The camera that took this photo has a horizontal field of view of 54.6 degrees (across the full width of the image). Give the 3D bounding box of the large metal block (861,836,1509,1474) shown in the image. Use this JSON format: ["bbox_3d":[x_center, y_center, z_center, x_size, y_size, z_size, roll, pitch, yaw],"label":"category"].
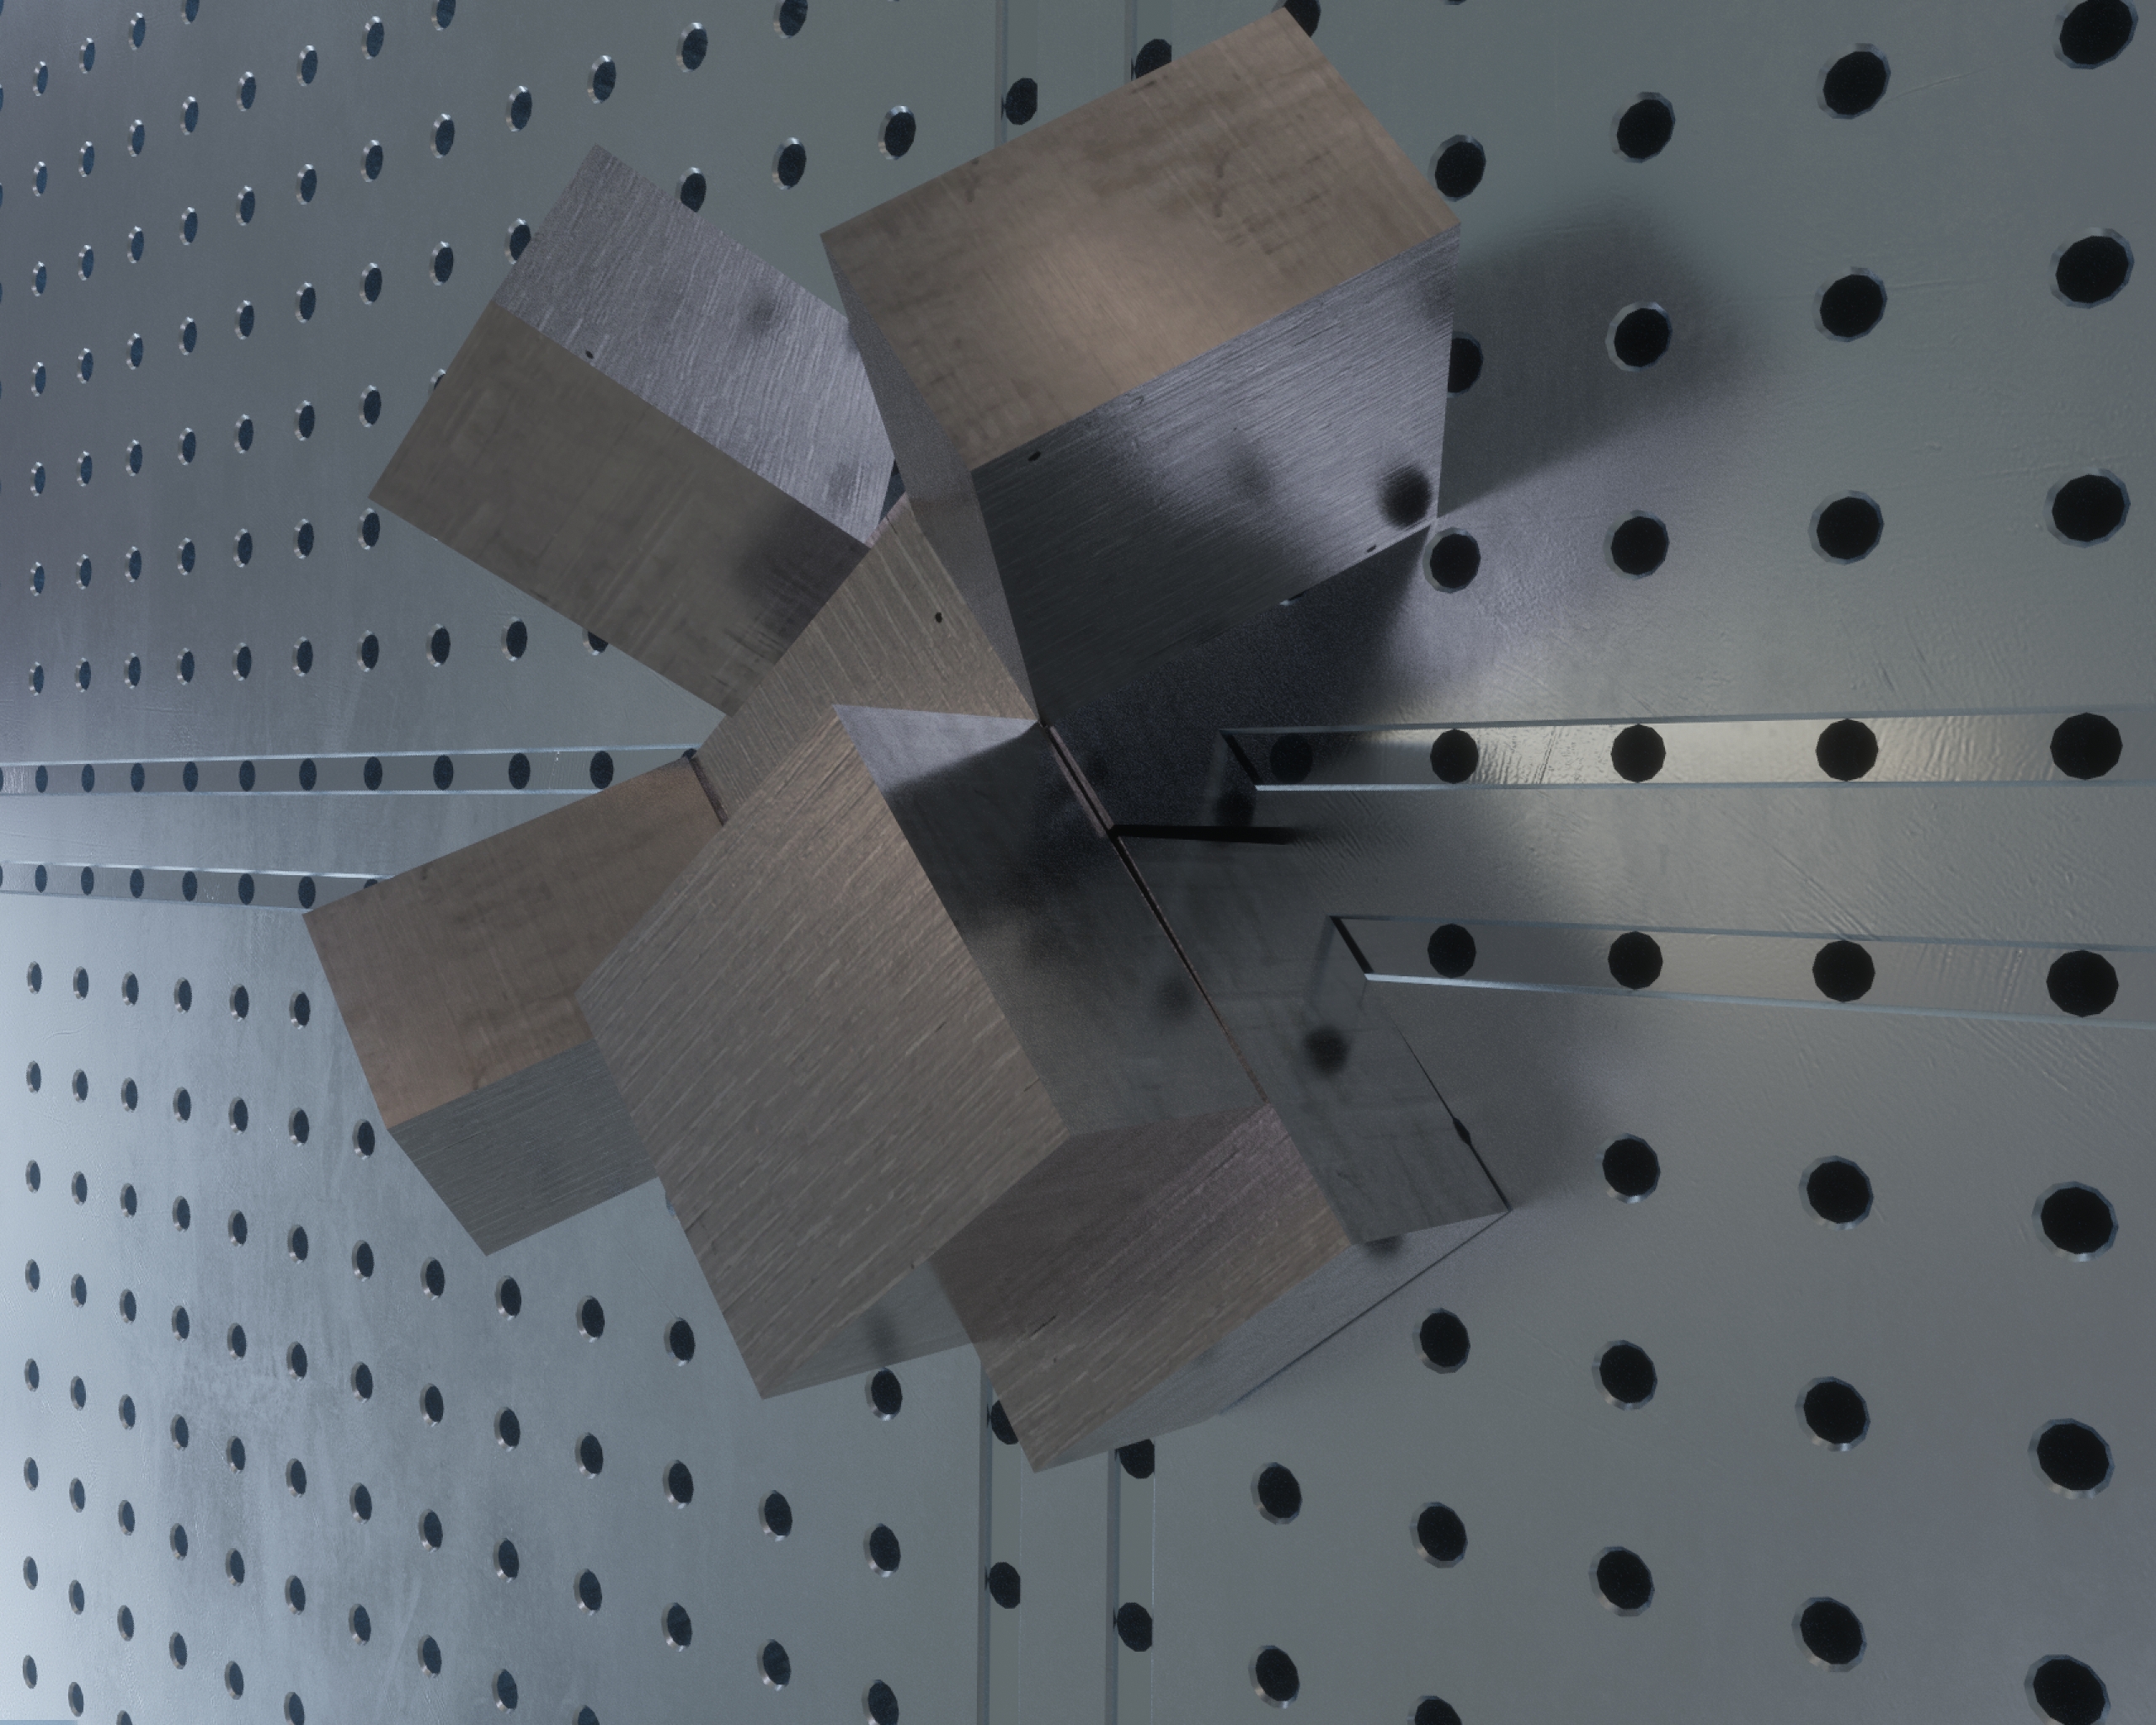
[{"bbox_3d":[0.016,0.052,0.380,0.080,0.050,0.080,-43,63,30],"label":"large metal block"}]

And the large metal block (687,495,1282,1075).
[{"bbox_3d":[-0.021,-0.014,0.411,0.080,0.050,0.080,-46,63,30],"label":"large metal block"}]

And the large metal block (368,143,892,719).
[{"bbox_3d":[-0.084,-0.088,0.424,0.050,0.080,0.080,-45,24,31],"label":"large metal block"}]

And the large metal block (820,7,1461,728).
[{"bbox_3d":[0.013,-0.078,0.343,0.080,0.080,0.050,-28,66,-6],"label":"large metal block"}]

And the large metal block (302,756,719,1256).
[{"bbox_3d":[-0.105,0.032,0.442,0.050,0.080,0.080,60,165,24],"label":"large metal block"}]

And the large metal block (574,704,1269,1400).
[{"bbox_3d":[-0.029,0.031,0.351,0.080,0.050,0.080,-44,64,30],"label":"large metal block"}]
